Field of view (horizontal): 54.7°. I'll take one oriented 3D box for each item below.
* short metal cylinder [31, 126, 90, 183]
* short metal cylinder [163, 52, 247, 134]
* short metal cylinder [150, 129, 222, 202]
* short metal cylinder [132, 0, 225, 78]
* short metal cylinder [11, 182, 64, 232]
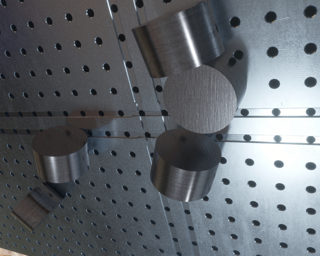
[{"bbox_3d":[-0.151,0.039,0.477,0.080,0.080,0.050,16,125,18],"label":"short metal cylinder"},{"bbox_3d":[0.050,-0.041,0.343,0.080,0.050,0.079,13,124,20],"label":"short metal cylinder"},{"bbox_3d":[0.031,0.044,0.386,0.080,0.080,0.050,21,126,15],"label":"short metal cylinder"},{"bbox_3d":[0.018,-0.089,0.310,0.080,0.080,0.050,-9,114,31],"label":"short metal cylinder"},{"bbox_3d":[-0.230,0.148,0.585,0.050,0.080,0.080,42,129,-1],"label":"short metal cylinder"}]
